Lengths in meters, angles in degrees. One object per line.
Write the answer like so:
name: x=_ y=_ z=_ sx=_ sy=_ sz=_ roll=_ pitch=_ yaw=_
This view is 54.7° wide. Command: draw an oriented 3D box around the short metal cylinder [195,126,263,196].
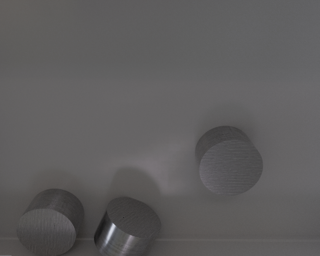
short metal cylinder: x=0.090 y=0.043 z=0.414 sx=0.081 sy=0.050 sz=0.079 roll=0 pitch=110 yaw=0

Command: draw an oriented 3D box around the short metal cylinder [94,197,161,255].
short metal cylinder: x=-0.045 y=0.143 z=0.434 sx=0.080 sy=0.080 sz=0.050 roll=23 pitch=109 yaw=-8

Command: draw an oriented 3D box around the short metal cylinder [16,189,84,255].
short metal cylinder: x=-0.155 y=0.135 z=0.446 sx=0.081 sy=0.050 sz=0.079 roll=0 pitch=110 yaw=0
